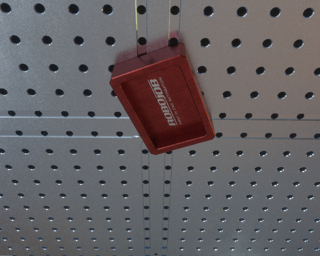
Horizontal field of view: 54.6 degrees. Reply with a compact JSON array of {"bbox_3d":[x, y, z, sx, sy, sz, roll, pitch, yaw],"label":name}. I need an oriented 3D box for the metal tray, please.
[{"bbox_3d":[0.007,-0.029,0.383,0.090,0.030,0.130,-17,128,13],"label":"metal tray"}]
